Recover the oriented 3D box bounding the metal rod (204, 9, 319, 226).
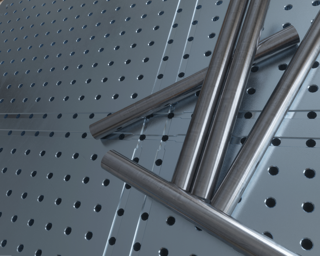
[{"bbox_3d":[0.131,-0.020,0.351,0.025,0.025,0.300,24,74,36],"label":"metal rod"}]

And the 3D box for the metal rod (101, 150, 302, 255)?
[{"bbox_3d":[0.062,0.094,0.288,0.300,0.025,0.025,26,75,27],"label":"metal rod"}]

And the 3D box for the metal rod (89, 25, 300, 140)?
[{"bbox_3d":[0.037,-0.056,0.421,0.301,0.025,0.025,-25,53,12],"label":"metal rod"}]

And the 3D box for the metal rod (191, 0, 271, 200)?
[{"bbox_3d":[0.093,-0.062,0.371,0.025,0.025,0.299,11,75,32],"label":"metal rod"}]

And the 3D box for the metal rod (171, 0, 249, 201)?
[{"bbox_3d":[0.063,-0.048,0.378,0.025,0.025,0.299,11,75,32],"label":"metal rod"}]
